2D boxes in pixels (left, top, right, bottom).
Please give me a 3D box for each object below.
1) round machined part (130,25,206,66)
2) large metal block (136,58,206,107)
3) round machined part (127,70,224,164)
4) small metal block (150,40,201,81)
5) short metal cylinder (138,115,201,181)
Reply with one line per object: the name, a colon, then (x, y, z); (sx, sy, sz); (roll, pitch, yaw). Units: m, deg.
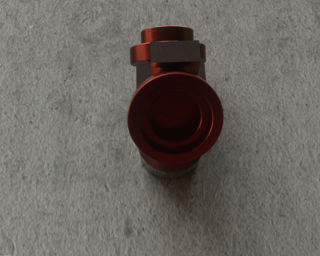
round machined part: (0.010, -0.105, 0.405); (0.099, 0.098, 0.042); (-2, 95, -1)
large metal block: (0.013, -0.045, 0.396); (0.081, 0.080, 0.050); (-2, 70, -1)
round machined part: (0.016, -0.014, 0.336); (0.099, 0.042, 0.097); (-1, 109, -1)
small metal block: (0.015, -0.069, 0.336); (0.050, 0.050, 0.025); (-3, 70, -1)
short metal cylinder: (0.013, 0.022, 0.389); (0.081, 0.050, 0.080); (0, 70, 0)
